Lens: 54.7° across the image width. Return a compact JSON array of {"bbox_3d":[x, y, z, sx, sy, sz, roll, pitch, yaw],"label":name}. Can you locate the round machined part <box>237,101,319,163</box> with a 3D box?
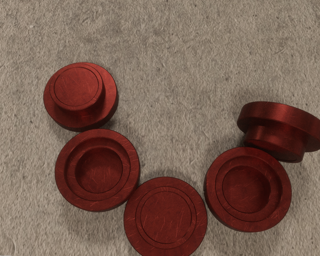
[{"bbox_3d":[0.139,0.010,0.368,0.098,0.098,0.042,21,78,7],"label":"round machined part"}]

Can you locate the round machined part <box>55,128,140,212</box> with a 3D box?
[{"bbox_3d":[-0.073,0.053,0.379,0.099,0.042,0.098,0,70,-1],"label":"round machined part"}]

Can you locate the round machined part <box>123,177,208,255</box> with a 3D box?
[{"bbox_3d":[0.006,0.105,0.361,0.099,0.042,0.098,0,70,-1],"label":"round machined part"}]

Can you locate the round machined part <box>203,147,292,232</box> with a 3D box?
[{"bbox_3d":[0.101,0.075,0.373,0.099,0.042,0.098,0,70,-1],"label":"round machined part"}]

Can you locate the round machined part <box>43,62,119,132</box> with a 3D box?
[{"bbox_3d":[-0.107,-0.047,0.415,0.099,0.042,0.098,0,70,-1],"label":"round machined part"}]
